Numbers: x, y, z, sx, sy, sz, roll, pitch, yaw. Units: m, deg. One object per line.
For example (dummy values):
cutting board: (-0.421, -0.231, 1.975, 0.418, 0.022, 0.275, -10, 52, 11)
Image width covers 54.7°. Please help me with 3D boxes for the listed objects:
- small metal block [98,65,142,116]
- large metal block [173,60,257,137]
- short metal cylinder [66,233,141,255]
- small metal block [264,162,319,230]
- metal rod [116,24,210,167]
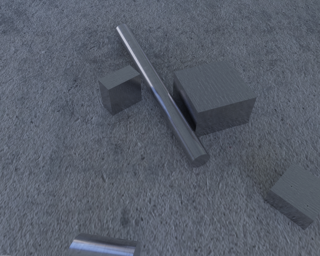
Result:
small metal block: (-0.054, -0.052, 0.430, 0.050, 0.050, 0.025, -31, 57, -24)
large metal block: (0.070, -0.042, 0.423, 0.081, 0.050, 0.080, -15, 52, -13)
short metal cylinder: (-0.049, 0.132, 0.256, 0.050, 0.080, 0.080, 7, 50, 5)
small metal block: (0.154, 0.074, 0.343, 0.050, 0.025, 0.050, 37, 59, 26)
metal rod: (-0.009, -0.067, 0.459, 0.025, 0.025, 0.300, -18, 52, -15)
